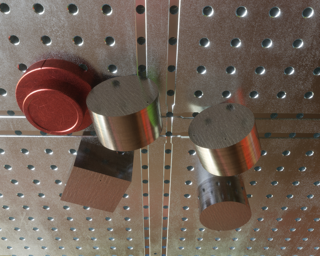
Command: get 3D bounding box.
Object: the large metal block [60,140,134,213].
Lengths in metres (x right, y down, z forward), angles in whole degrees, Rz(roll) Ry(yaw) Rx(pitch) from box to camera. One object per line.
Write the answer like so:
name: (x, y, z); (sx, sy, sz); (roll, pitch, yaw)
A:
large metal block: (-0.092, 0.073, 0.457); (0.081, 0.050, 0.079); (19, 128, -16)

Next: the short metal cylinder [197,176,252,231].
short metal cylinder: (0.102, 0.122, 0.500); (0.081, 0.050, 0.079); (0, 130, 0)

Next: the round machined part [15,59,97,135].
round machined part: (-0.124, -0.030, 0.374); (0.099, 0.042, 0.097); (0, 130, 0)

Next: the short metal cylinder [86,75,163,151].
short metal cylinder: (-0.039, -0.019, 0.359); (0.080, 0.080, 0.050); (-5, 130, 4)

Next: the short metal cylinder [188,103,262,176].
short metal cylinder: (0.081, 0.013, 0.388); (0.080, 0.080, 0.050); (-16, 128, 13)
